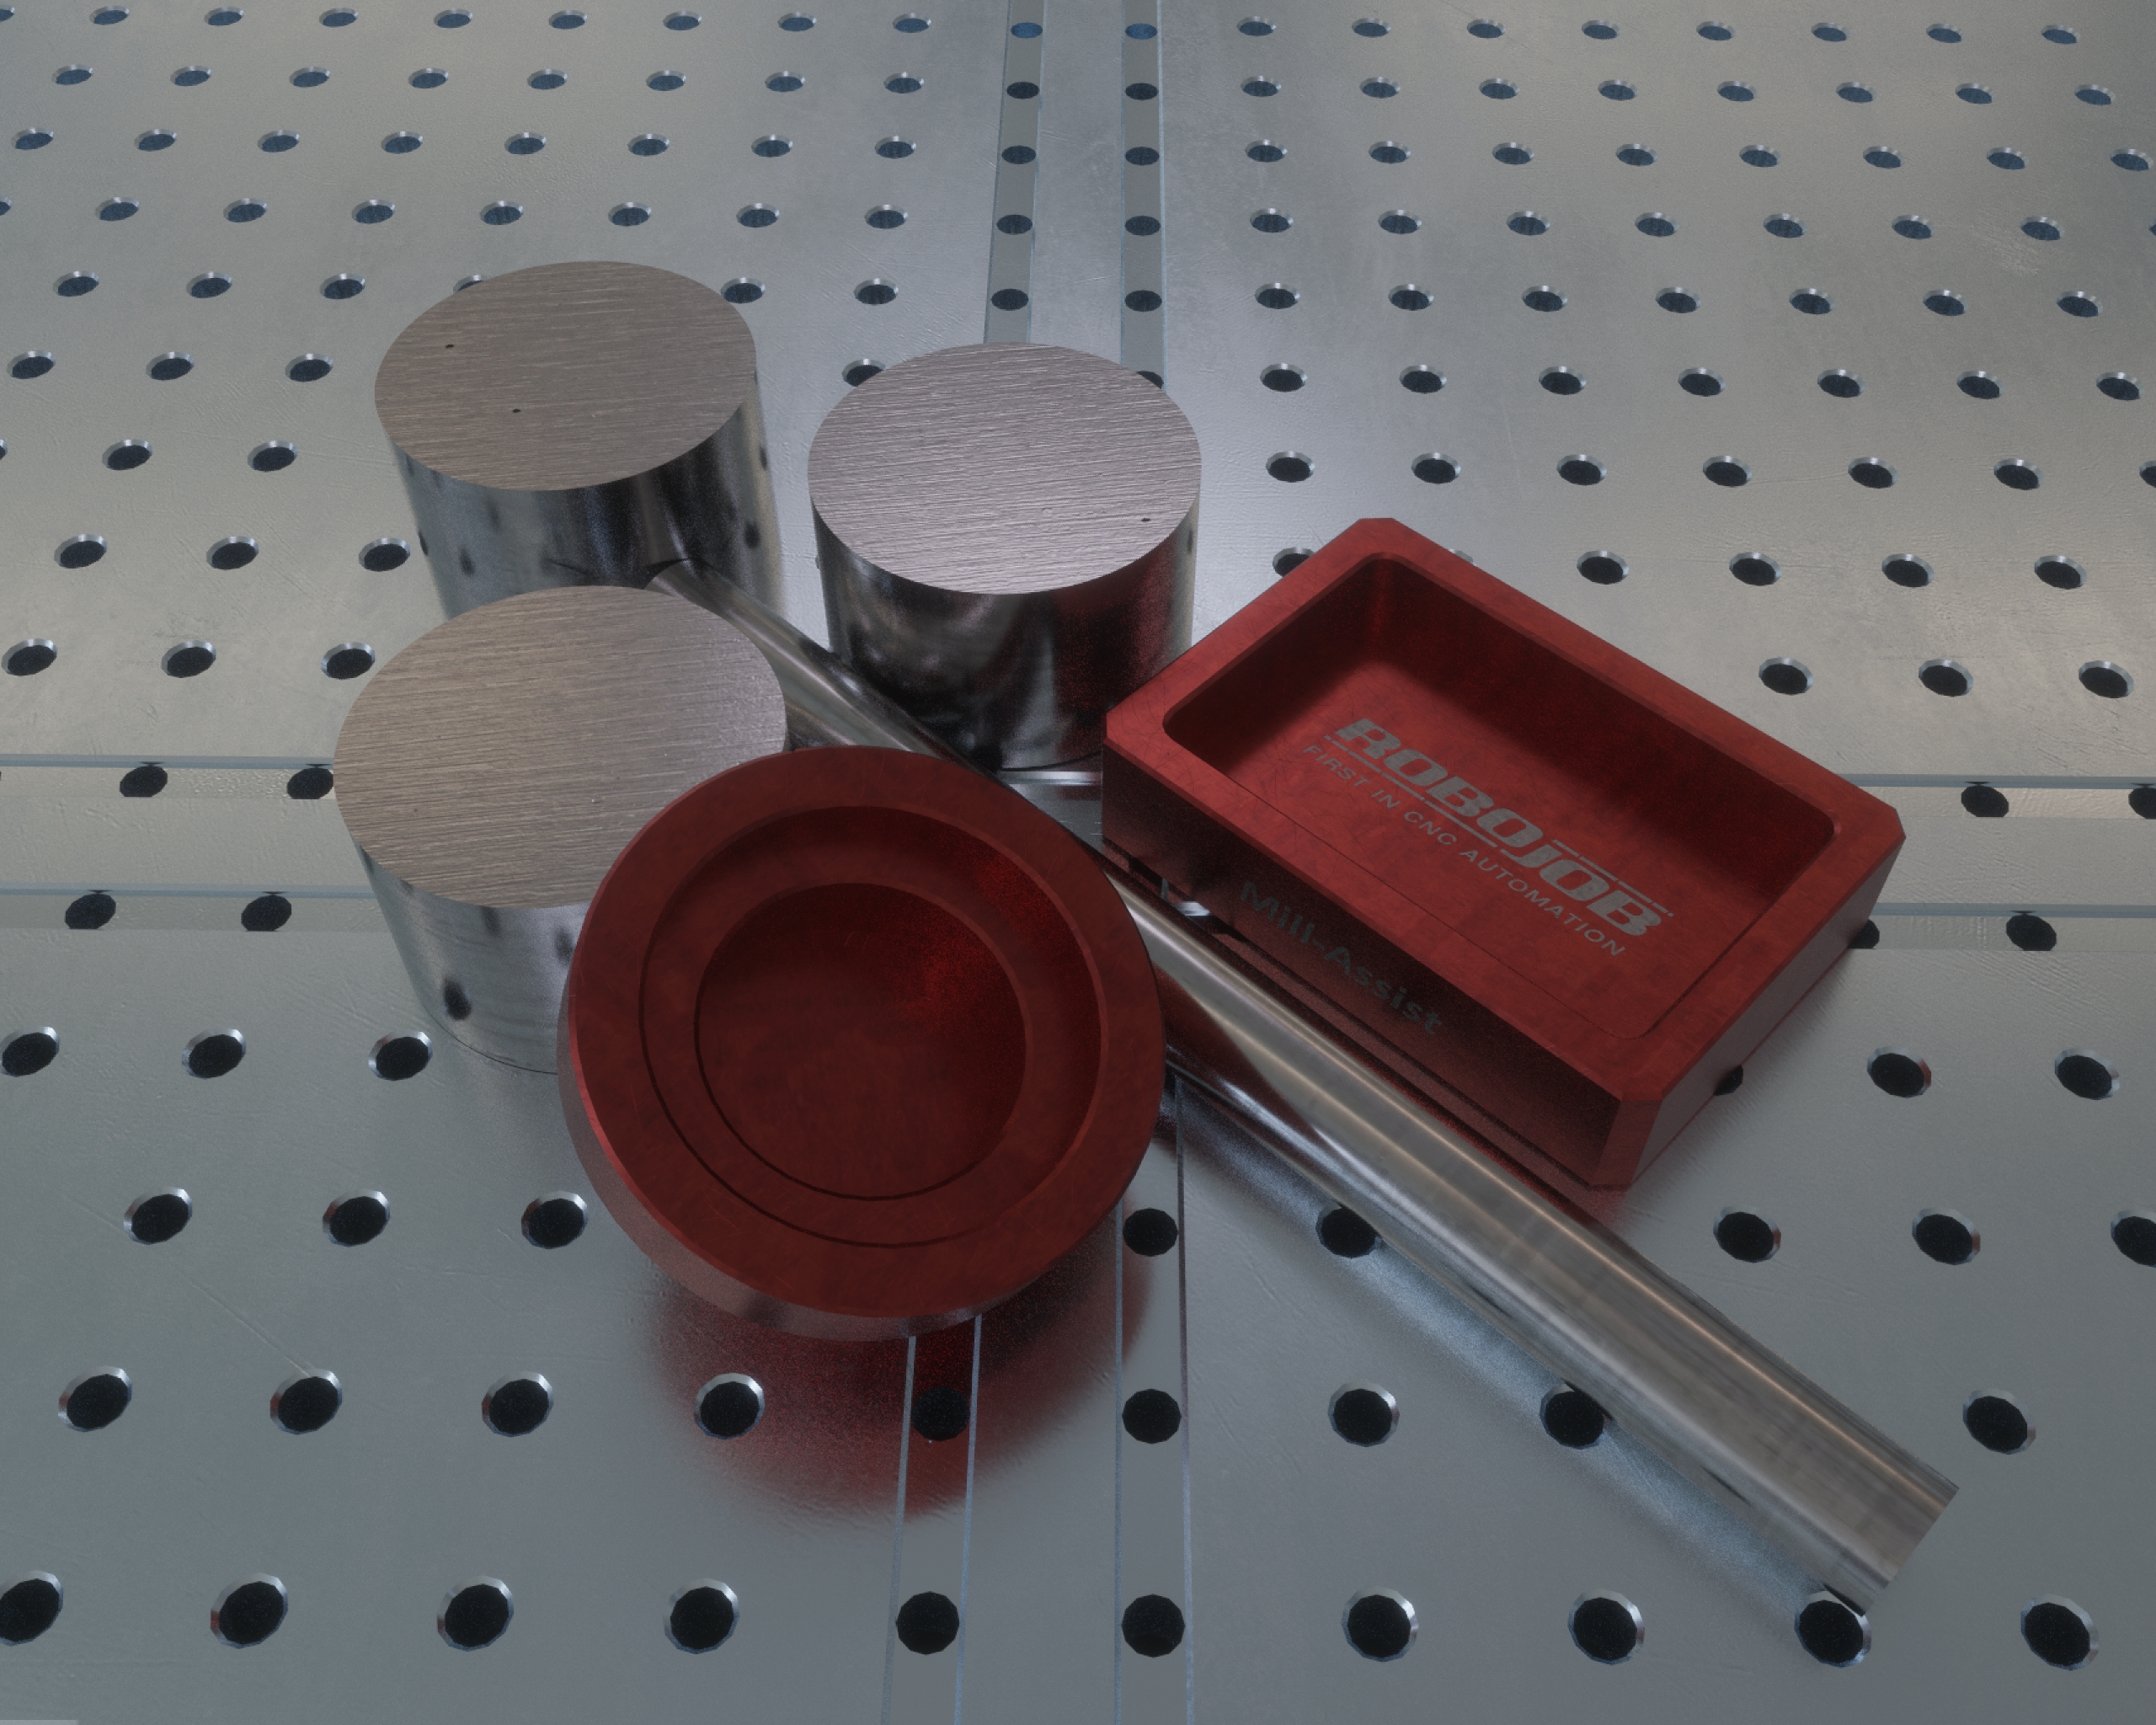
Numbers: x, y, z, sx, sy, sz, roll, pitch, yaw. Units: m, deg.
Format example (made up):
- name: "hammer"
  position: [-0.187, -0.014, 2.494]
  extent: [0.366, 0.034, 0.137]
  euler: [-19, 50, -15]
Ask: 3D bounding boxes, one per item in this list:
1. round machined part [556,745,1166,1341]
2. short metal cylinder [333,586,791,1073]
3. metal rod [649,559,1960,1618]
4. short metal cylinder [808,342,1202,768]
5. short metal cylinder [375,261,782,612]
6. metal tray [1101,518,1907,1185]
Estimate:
- name: "round machined part"
  position: [-0.038, 0.032, 0.355]
  extent: [0.099, 0.042, 0.098]
  euler: [8, 64, -16]
- name: "short metal cylinder"
  position: [-0.093, -0.007, 0.396]
  extent: [0.080, 0.050, 0.080]
  euler: [0, 50, 0]
- name: "metal rod"
  position: [0.020, 0.025, 0.387]
  extent: [0.300, 0.025, 0.025]
  euler: [37, 59, 27]
- name: "short metal cylinder"
  position: [-0.015, -0.066, 0.446]
  extent: [0.080, 0.050, 0.080]
  euler: [0, 50, 0]
- name: "short metal cylinder"
  position: [-0.109, -0.090, 0.466]
  extent: [0.080, 0.050, 0.080]
  euler: [0, 50, 0]
- name: "metal tray"
  position: [0.080, -0.008, 0.410]
  extent: [0.130, 0.030, 0.090]
  euler: [36, 59, 26]
